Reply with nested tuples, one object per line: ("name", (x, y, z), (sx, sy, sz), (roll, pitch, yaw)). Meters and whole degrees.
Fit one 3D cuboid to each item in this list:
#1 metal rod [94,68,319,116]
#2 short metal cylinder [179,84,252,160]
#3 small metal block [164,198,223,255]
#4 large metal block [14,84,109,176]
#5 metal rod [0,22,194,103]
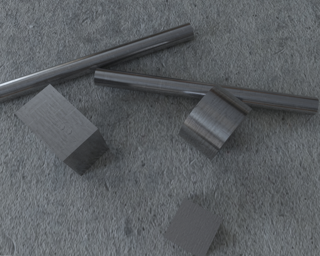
("metal rod", (0.061, -0.051, 0.427), (0.302, 0.025, 0.025), (8, 70, 2))
("short metal cylinder", (0.068, -0.007, 0.382), (0.050, 0.080, 0.080), (39, 74, 12))
("small metal block", (0.038, 0.118, 0.365), (0.050, 0.025, 0.050), (28, 72, 9))
("large metal block", (-0.114, 0.006, 0.376), (0.080, 0.080, 0.050), (41, 75, 13))
("metal rod", (-0.095, -0.093, 0.440), (0.302, 0.025, 0.025), (-20, 72, -8))
